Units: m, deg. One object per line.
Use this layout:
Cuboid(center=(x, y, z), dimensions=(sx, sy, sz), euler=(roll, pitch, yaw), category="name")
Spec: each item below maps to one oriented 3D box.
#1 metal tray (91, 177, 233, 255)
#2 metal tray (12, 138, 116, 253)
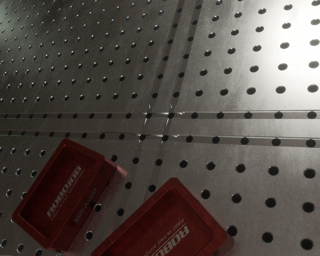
Cuboid(center=(-0.001, 0.128, 0.326), dimensions=(0.130, 0.030, 0.090), euler=(-43, 51, -2), category="metal tray")
Cuboid(center=(-0.129, 0.086, 0.418), dimensions=(0.090, 0.030, 0.130), euler=(20, 72, 35), category="metal tray")
